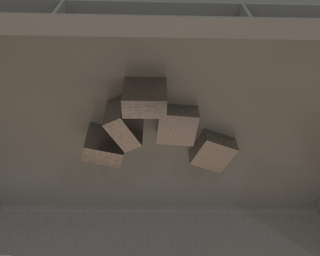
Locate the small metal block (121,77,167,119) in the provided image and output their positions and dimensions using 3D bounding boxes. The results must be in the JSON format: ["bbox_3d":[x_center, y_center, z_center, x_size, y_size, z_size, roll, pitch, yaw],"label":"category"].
[{"bbox_3d":[-0.018,-0.036,0.362,0.050,0.050,0.025,1,130,-1],"label":"small metal block"}]

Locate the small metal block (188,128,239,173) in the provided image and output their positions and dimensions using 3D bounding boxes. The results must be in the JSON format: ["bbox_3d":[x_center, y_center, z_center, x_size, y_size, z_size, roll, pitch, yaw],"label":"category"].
[{"bbox_3d":[0.075,0.033,0.438,0.050,0.025,0.050,18,128,-15],"label":"small metal block"}]

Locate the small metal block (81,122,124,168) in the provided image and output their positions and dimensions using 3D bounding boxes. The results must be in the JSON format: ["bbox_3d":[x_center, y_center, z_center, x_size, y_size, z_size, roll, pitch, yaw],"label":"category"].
[{"bbox_3d":[-0.073,0.022,0.410,0.050,0.050,0.025,12,129,-10],"label":"small metal block"}]

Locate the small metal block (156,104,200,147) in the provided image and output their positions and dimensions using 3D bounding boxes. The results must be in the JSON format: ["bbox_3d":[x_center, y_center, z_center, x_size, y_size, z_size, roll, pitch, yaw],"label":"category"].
[{"bbox_3d":[0.022,-0.004,0.406,0.050,0.025,0.050,4,130,-4],"label":"small metal block"}]

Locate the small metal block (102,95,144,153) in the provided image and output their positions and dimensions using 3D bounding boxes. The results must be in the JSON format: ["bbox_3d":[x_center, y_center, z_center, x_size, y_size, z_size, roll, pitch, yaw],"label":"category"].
[{"bbox_3d":[-0.045,-0.006,0.387,0.025,0.050,0.050,-22,127,17],"label":"small metal block"}]
